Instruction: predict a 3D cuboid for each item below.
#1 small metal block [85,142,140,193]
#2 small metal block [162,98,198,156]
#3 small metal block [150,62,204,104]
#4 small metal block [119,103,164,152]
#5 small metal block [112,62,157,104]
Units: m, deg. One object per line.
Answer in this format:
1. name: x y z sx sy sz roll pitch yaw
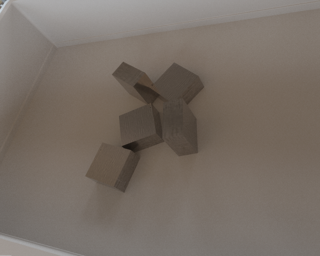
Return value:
1. small metal block: -0.062 0.051 0.407 0.050 0.025 0.050 12 68 33
2. small metal block: 0.025 0.000 0.377 0.025 0.050 0.050 -12 57 22
3. small metal block: 0.023 -0.056 0.428 0.050 0.025 0.050 -47 51 -5
4. small metal block: -0.026 0.001 0.419 0.050 0.025 0.050 -21 54 15
5. small metal block: -0.034 -0.063 0.446 0.050 0.050 0.025 33 80 38
